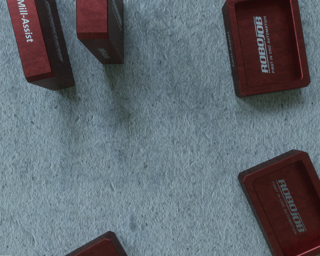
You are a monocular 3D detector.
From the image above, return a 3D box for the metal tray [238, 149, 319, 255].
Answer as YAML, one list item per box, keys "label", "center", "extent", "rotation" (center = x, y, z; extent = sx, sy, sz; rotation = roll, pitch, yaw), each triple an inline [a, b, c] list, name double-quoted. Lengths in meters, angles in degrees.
- label: "metal tray"
  center: [0.171, 0.104, 0.408]
  extent: [0.090, 0.030, 0.129]
  rotation: [-24, 90, 0]

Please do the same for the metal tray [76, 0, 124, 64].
- label: "metal tray"
  center: [-0.064, -0.130, 0.357]
  extent: [0.030, 0.130, 0.089]
  rotation: [-1, 90, 0]

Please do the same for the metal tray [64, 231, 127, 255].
- label: "metal tray"
  center: [-0.072, 0.216, 0.407]
  extent: [0.090, 0.030, 0.130]
  rotation: [-30, 90, 0]

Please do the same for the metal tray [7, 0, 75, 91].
- label: "metal tray"
  center: [-0.144, -0.115, 0.376]
  extent: [0.030, 0.090, 0.129]
  rotation: [-13, 90, 0]

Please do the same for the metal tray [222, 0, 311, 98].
- label: "metal tray"
  center: [0.138, -0.111, 0.408]
  extent: [0.091, 0.030, 0.129]
  rotation: [-9, 90, 0]
